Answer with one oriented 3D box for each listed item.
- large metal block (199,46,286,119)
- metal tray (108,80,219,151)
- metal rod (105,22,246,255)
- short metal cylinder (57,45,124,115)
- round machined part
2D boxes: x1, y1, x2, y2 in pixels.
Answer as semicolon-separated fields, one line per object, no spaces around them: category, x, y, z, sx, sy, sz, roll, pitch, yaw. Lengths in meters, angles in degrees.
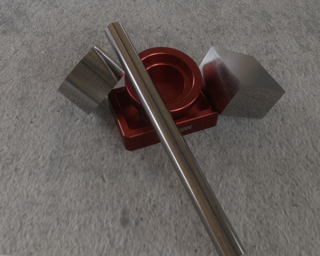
large metal block;0.105;-0.060;0.418;0.081;0.050;0.080;3;45;-33
metal tray;0.003;-0.027;0.424;0.131;0.030;0.090;-16;52;-14
metal rod;0.006;0.000;0.348;0.025;0.025;0.299;-22;70;-17
short metal cylinder;-0.090;-0.064;0.413;0.050;0.080;0.080;40;53;-14
round machined part;0.003;-0.055;0.409;0.099;0.042;0.098;2;65;-4
